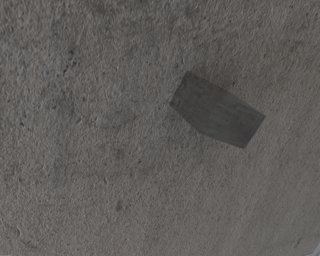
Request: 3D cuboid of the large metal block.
[{"bbox_3d":[0.071,-0.023,0.395,0.080,0.080,0.050,18,109,-35],"label":"large metal block"}]
